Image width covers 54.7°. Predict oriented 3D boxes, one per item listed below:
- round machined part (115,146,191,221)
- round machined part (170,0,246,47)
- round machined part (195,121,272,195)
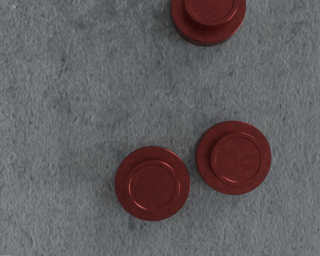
[{"bbox_3d":[-0.009,0.073,0.401,0.099,0.042,0.097,0,90,-1],"label":"round machined part"},{"bbox_3d":[0.063,-0.160,0.402,0.099,0.042,0.097,0,90,-1],"label":"round machined part"},{"bbox_3d":[0.097,0.039,0.403,0.099,0.042,0.097,0,90,-1],"label":"round machined part"}]
